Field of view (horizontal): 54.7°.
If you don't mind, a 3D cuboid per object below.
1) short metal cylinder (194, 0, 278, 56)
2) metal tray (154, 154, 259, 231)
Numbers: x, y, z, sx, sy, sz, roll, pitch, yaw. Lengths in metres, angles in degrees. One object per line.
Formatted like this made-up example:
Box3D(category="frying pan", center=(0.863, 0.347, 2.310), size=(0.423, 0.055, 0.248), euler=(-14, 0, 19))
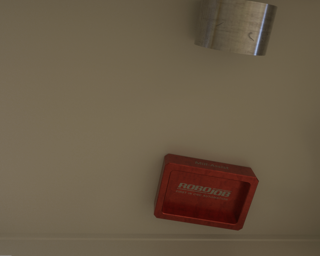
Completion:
Box3D(category="short metal cylinder", center=(0.082, -0.112, 0.342), size=(0.081, 0.080, 0.050), euler=(7, 110, -3))
Box3D(category="metal tray", center=(0.063, 0.093, 0.443), size=(0.131, 0.030, 0.089), euler=(10, 110, -5))
